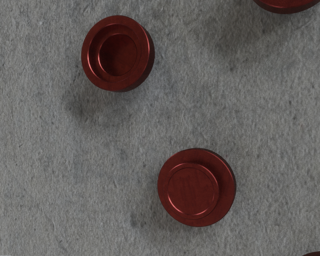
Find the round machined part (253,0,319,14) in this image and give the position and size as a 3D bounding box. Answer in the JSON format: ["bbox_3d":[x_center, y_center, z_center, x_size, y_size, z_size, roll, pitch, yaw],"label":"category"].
[{"bbox_3d":[0.147,-0.177,0.348,0.098,0.042,0.097,0,90,19],"label":"round machined part"}]

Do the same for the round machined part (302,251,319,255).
[{"bbox_3d":[0.184,0.182,0.335,0.098,0.042,0.097,0,90,19],"label":"round machined part"}]

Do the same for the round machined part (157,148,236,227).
[{"bbox_3d":[0.042,0.075,0.384,0.098,0.042,0.097,0,90,19],"label":"round machined part"}]

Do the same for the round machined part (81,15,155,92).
[{"bbox_3d":[-0.052,-0.097,0.417,0.098,0.042,0.097,0,90,19],"label":"round machined part"}]
